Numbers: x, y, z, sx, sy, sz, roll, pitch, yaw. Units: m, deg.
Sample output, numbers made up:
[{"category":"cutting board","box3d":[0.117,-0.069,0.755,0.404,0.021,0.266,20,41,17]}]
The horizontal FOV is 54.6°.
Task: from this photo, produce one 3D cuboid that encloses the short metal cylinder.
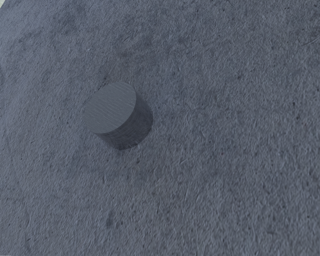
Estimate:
[{"category":"short metal cylinder","box3d":[-0.056,-0.016,0.429,0.080,0.050,0.080,-13,56,21]}]
